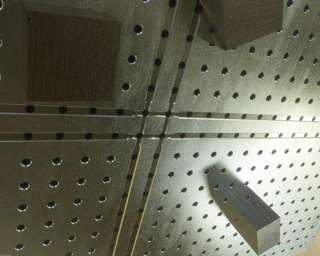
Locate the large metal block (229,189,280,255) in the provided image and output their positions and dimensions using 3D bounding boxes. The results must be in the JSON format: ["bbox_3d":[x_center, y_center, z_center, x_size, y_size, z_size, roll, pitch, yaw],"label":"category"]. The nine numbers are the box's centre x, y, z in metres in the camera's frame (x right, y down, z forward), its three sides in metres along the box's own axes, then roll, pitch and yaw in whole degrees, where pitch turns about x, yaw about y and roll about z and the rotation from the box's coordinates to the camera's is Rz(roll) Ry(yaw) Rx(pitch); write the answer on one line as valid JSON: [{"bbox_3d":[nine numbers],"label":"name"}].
[{"bbox_3d":[0.179,0.177,0.586,0.050,0.080,0.080,-25,128,-13],"label":"large metal block"}]

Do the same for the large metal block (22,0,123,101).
[{"bbox_3d":[-0.088,-0.073,0.303,0.081,0.050,0.079,-3,120,-28],"label":"large metal block"}]

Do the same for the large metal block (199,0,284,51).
[{"bbox_3d":[0.093,-0.146,0.357,0.081,0.050,0.080,-24,128,-14],"label":"large metal block"}]
